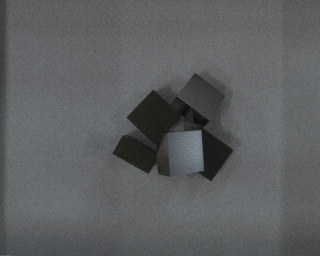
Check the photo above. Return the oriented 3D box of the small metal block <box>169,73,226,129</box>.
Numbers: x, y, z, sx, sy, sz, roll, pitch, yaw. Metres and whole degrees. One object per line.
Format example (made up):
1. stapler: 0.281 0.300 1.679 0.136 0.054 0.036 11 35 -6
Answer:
1. small metal block: 0.049 -0.035 0.399 0.050 0.025 0.050 37 57 -1

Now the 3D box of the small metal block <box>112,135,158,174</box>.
1. small metal block: -0.029 0.032 0.396 0.050 0.050 0.025 29 90 -1

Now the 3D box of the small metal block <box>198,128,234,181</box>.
1. small metal block: 0.060 0.034 0.410 0.050 0.025 0.050 35 90 -1

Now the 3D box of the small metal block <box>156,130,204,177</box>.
1. small metal block: 0.024 0.029 0.374 0.050 0.025 0.050 -4 90 -33

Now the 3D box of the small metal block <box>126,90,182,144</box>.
1. small metal block: -0.008 -0.014 0.409 0.050 0.025 0.050 44 90 -1
